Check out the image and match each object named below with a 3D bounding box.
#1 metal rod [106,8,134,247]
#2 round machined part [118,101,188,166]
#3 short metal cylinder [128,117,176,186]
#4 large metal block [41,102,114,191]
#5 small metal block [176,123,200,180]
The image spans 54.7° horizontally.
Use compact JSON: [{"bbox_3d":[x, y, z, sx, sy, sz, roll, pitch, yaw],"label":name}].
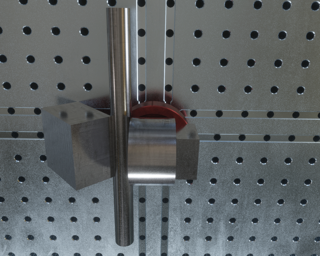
[{"bbox_3d":[-0.046,0.015,0.374,0.025,0.025,0.298,1,110,-1],"label":"metal rod"},{"bbox_3d":[-0.008,0.011,0.407,0.099,0.042,0.097,0,110,-1],"label":"round machined part"},{"bbox_3d":[-0.009,0.027,0.362,0.050,0.080,0.079,1,110,-1],"label":"short metal cylinder"},{"bbox_3d":[-0.102,0.018,0.383,0.050,0.080,0.079,-16,116,-39],"label":"large metal block"},{"bbox_3d":[0.030,0.027,0.365,0.025,0.050,0.050,1,110,-1],"label":"small metal block"}]
